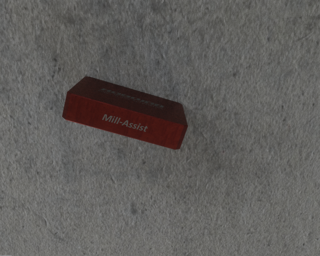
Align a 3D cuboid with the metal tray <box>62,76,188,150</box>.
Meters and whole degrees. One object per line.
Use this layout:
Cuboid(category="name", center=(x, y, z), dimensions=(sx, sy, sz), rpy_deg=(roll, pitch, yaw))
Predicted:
Cuboid(category="metal tray", center=(-0.037, -0.021, 0.366), dimensions=(0.131, 0.090, 0.030), rpy_deg=(16, 109, -6))
